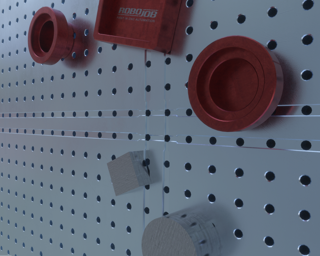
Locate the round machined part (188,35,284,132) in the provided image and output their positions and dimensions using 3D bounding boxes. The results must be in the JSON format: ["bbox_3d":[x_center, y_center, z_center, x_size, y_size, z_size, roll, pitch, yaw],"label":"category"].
[{"bbox_3d":[0.082,-0.045,0.330,0.098,0.042,0.097,0,90,39],"label":"round machined part"}]

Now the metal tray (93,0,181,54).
[{"bbox_3d":[-0.035,-0.159,0.432,0.130,0.030,0.089,21,103,37],"label":"metal tray"}]

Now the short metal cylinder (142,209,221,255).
[{"bbox_3d":[0.025,0.142,0.371,0.080,0.050,0.079,0,90,39],"label":"short metal cylinder"}]

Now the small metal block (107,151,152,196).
[{"bbox_3d":[-0.045,0.065,0.444,0.050,0.025,0.050,-29,72,36],"label":"small metal block"}]

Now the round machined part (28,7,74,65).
[{"bbox_3d":[-0.191,-0.161,0.553,0.098,0.042,0.097,0,90,39],"label":"round machined part"}]
